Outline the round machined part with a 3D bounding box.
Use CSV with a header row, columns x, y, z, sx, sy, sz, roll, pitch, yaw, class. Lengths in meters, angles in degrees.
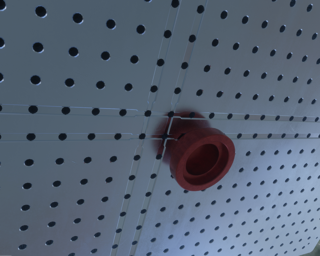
x,y,z,sx,sy,sz,roll,pitch,yaw,class
0.058,0.042,0.457,0.099,0.042,0.097,-14,124,-21,round machined part
